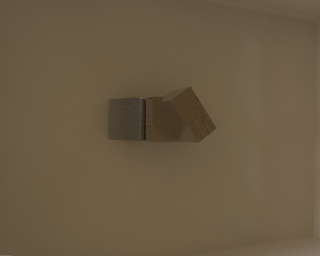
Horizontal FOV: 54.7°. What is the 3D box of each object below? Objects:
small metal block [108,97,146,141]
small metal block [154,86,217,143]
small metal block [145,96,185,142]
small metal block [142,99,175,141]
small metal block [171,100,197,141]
[{"bbox_3d":[-0.036,-0.010,0.379,0.025,0.050,0.050,1,90,-54],"label":"small metal block"},{"bbox_3d":[0.025,-0.013,0.324,0.025,0.050,0.050,-37,102,-16],"label":"small metal block"},{"bbox_3d":[0.011,-0.009,0.359,0.050,0.025,0.050,1,90,-20],"label":"small metal block"},{"bbox_3d":[-0.003,-0.009,0.394,0.025,0.050,0.050,1,90,-20],"label":"small metal block"},{"bbox_3d":[0.032,-0.009,0.405,0.025,0.050,0.050,1,90,14],"label":"small metal block"}]
